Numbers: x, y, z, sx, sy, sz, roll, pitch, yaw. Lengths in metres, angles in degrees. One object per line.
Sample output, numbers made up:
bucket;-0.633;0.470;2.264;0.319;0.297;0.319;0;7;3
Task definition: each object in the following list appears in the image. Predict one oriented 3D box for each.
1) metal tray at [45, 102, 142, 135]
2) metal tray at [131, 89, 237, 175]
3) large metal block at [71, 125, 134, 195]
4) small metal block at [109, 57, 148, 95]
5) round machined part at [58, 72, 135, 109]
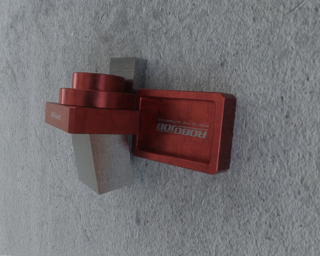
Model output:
metal tray;-0.094;-0.015;0.417;0.130;0.091;0.030;12;99;57
metal tray;0.024;0.000;0.382;0.130;0.030;0.089;8;95;39
large metal block;-0.082;0.037;0.431;0.080;0.050;0.079;11;111;57
small metal block;-0.047;-0.074;0.443;0.050;0.025;0.050;9;95;39
round machined part;-0.082;-0.049;0.410;0.098;0.099;0.042;8;95;39
